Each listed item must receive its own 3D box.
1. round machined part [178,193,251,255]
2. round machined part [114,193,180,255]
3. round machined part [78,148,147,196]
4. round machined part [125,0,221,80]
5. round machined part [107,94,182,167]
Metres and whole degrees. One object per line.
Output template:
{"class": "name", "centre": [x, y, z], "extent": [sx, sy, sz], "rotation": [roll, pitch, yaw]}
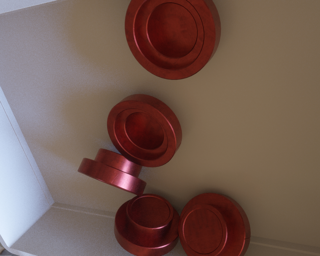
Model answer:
{"class": "round machined part", "centre": [0.066, 0.136, 0.413], "extent": [0.098, 0.042, 0.098], "rotation": [-10, 71, 33]}
{"class": "round machined part", "centre": [-0.016, 0.134, 0.454], "extent": [0.098, 0.098, 0.042], "rotation": [20, 122, 17]}
{"class": "round machined part", "centre": [-0.064, 0.062, 0.449], "extent": [0.098, 0.042, 0.098], "rotation": [20, 166, 6]}
{"class": "round machined part", "centre": [0.016, -0.104, 0.325], "extent": [0.098, 0.042, 0.097], "rotation": [13, 124, 21]}
{"class": "round machined part", "centre": [-0.016, 0.000, 0.406], "extent": [0.098, 0.042, 0.097], "rotation": [13, 124, 21]}
